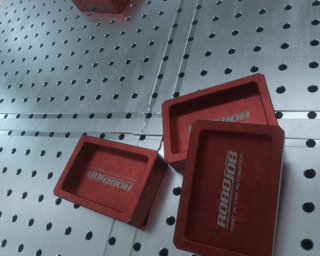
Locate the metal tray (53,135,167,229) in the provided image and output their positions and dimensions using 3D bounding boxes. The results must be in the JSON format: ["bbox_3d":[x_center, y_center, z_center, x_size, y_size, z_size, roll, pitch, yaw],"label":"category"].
[{"bbox_3d":[-0.066,0.064,0.398,0.130,0.030,0.090,10,66,32],"label":"metal tray"}]

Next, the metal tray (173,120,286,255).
[{"bbox_3d":[0.069,0.060,0.306,0.090,0.030,0.129,5,78,24],"label":"metal tray"}]

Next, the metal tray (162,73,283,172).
[{"bbox_3d":[0.069,-0.006,0.371,0.130,0.030,0.090,-15,56,19],"label":"metal tray"}]

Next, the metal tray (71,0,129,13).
[{"bbox_3d":[-0.112,-0.283,0.634,0.130,0.030,0.090,19,71,35],"label":"metal tray"}]
